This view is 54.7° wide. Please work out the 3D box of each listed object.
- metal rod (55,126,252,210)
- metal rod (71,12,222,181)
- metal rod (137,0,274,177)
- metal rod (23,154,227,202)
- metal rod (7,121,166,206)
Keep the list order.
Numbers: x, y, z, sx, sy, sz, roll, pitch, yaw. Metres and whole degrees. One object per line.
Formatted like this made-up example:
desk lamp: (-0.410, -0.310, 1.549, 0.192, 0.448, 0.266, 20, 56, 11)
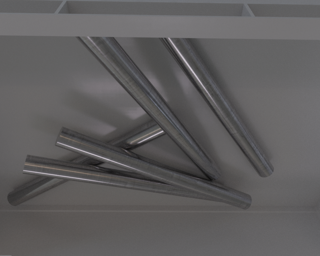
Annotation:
metal rod: (0.007, 0.063, 0.432, 0.302, 0.025, 0.025, 22, 127, -22)
metal rod: (0.009, -0.009, 0.363, 0.025, 0.025, 0.300, -24, 138, 19)
metal rod: (0.073, -0.030, 0.383, 0.025, 0.025, 0.300, -28, 125, 21)
metal rod: (-0.035, 0.077, 0.450, 0.302, 0.025, 0.025, 13, 129, -20)
metal rod: (-0.111, 0.053, 0.452, 0.300, 0.025, 0.025, -26, 126, 20)
